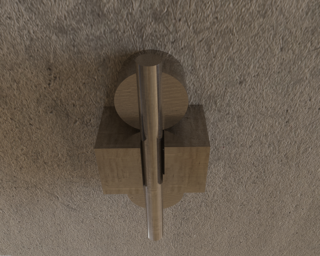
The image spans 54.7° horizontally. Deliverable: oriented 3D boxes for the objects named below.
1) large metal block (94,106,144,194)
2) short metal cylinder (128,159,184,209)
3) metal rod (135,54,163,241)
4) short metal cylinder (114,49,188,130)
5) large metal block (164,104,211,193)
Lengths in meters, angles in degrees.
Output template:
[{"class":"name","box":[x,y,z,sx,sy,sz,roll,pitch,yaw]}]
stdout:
[{"class":"large metal block","box":[-0.046,0.027,0.395,0.050,0.080,0.079,-1,130,0]},{"class":"short metal cylinder","box":[-0.006,0.075,0.457,0.081,0.050,0.079,0,130,0]},{"class":"metal rod","box":[-0.009,0.050,0.385,0.025,0.025,0.298,-1,130,0]},{"class":"short metal cylinder","box":[-0.009,-0.043,0.356,0.081,0.050,0.079,0,130,0]},{"class":"large metal block","box":[0.031,0.025,0.394,0.050,0.080,0.079,-1,130,0]}]
